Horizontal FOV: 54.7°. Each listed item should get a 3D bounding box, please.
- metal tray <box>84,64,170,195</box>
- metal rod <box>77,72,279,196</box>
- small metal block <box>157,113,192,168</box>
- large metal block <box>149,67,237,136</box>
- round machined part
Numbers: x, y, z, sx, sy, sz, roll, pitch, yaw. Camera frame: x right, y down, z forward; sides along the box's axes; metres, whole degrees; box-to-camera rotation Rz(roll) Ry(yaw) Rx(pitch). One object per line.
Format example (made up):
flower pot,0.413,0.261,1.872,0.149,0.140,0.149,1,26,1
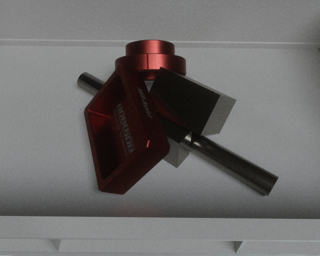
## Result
metal tray,-0.045,0.000,0.363,0.030,0.090,0.130,19,37,-40
metal rod,0.007,-0.003,0.405,0.300,0.025,0.025,30,56,22
small metal block,0.009,0.014,0.375,0.050,0.050,0.025,31,57,23
large metal block,0.040,-0.032,0.389,0.080,0.050,0.080,30,13,22
round machined part,-0.013,-0.094,0.432,0.099,0.098,0.042,-1,91,-2
